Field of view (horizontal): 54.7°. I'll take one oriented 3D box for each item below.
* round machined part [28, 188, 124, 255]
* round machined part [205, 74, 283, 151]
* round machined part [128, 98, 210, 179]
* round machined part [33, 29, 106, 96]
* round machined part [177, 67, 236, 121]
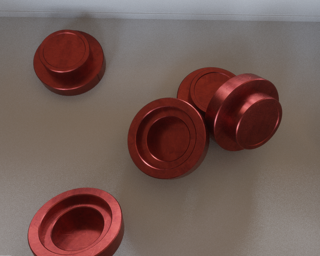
[{"bbox_3d":[-0.088,0.116,0.342,0.099,0.042,0.098,-2,36,2],"label":"round machined part"},{"bbox_3d":[0.107,-0.013,0.374,0.098,0.098,0.042,-31,38,-11],"label":"round machined part"},{"bbox_3d":[0.013,0.015,0.383,0.098,0.042,0.098,-4,78,20],"label":"round machined part"},{"bbox_3d":[-0.129,-0.098,0.435,0.099,0.042,0.098,0,70,-1],"label":"round machined part"},{"bbox_3d":[0.072,-0.040,0.416,0.099,0.042,0.098,0,70,-1],"label":"round machined part"}]
